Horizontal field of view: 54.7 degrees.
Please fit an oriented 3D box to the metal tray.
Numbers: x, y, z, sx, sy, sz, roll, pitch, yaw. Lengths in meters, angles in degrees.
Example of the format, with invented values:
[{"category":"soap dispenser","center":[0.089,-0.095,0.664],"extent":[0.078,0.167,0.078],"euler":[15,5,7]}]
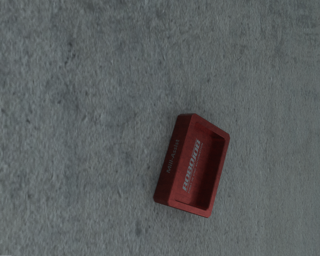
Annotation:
[{"category":"metal tray","center":[0.049,0.054,0.445],"extent":[0.090,0.030,0.130],"euler":[28,73,-37]}]
